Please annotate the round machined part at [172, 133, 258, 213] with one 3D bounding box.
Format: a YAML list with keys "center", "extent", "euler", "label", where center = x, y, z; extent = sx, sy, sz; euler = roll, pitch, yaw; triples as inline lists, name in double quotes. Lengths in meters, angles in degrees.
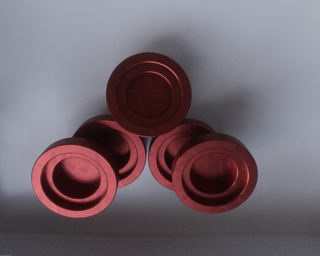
- center: [0.063, 0.051, 0.376]
  extent: [0.099, 0.042, 0.097]
  euler: [0, 110, 0]
  label: "round machined part"

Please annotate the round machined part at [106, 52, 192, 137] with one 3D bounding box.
- center: [-0.013, -0.039, 0.376]
  extent: [0.099, 0.042, 0.097]
  euler: [0, 92, -2]
  label: "round machined part"

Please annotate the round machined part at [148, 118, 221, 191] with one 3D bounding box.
- center: [0.034, 0.033, 0.413]
  extent: [0.099, 0.042, 0.097]
  euler: [0, 110, 0]
  label: "round machined part"

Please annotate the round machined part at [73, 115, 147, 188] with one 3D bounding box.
- center: [-0.067, 0.028, 0.410]
  extent: [0.099, 0.042, 0.097]
  euler: [0, 110, 0]
  label: "round machined part"

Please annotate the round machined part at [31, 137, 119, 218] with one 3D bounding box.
- center: [-0.098, 0.056, 0.376]
  extent: [0.099, 0.042, 0.097]
  euler: [0, 110, 0]
  label: "round machined part"
